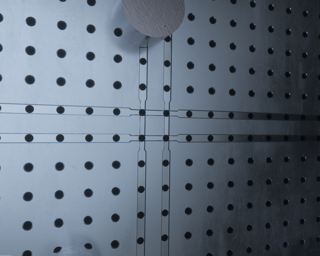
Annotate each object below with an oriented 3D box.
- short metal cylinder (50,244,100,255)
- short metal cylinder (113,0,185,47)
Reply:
[{"bbox_3d":[-0.101,0.185,0.363,0.081,0.050,0.079,0,90,-20],"label":"short metal cylinder"},{"bbox_3d":[-0.015,-0.149,0.394,0.081,0.050,0.079,0,90,-21],"label":"short metal cylinder"}]
